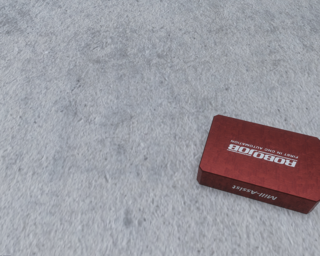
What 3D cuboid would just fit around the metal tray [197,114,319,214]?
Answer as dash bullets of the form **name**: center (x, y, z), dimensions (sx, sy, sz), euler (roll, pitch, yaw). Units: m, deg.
- **metal tray**: center (0.118, 0.039, 0.368), dimensions (0.130, 0.030, 0.090), euler (14, 51, 11)
